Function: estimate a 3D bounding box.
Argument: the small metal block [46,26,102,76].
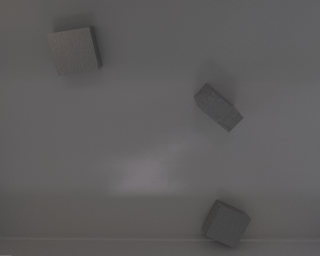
[{"bbox_3d":[-0.102,-0.093,0.376,0.050,0.025,0.050,-9,110,3],"label":"small metal block"}]

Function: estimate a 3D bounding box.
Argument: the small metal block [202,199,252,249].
[{"bbox_3d":[0.098,0.141,0.458,0.050,0.025,0.050,26,93,-9],"label":"small metal block"}]

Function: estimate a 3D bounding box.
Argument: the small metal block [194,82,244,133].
[{"bbox_3d":[0.072,-0.027,0.389,0.050,0.050,0.025,38,106,-13],"label":"small metal block"}]
